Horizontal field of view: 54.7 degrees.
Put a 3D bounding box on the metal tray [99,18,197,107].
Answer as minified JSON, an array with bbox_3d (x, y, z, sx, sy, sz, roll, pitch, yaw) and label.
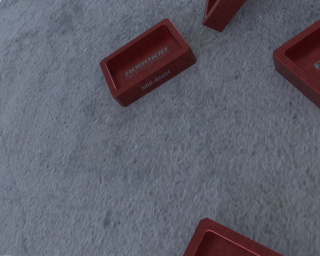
[{"bbox_3d":[-0.022,-0.101,0.472,0.130,0.030,0.090,-31,52,7],"label":"metal tray"}]

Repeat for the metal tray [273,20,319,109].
[{"bbox_3d":[0.208,-0.089,0.345,0.130,0.030,0.090,-34,52,5],"label":"metal tray"}]

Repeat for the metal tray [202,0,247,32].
[{"bbox_3d":[0.101,-0.216,0.443,0.030,0.090,0.130,18,63,-13],"label":"metal tray"}]

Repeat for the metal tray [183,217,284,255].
[{"bbox_3d":[0.077,0.148,0.268,0.130,0.030,0.090,19,71,35],"label":"metal tray"}]
